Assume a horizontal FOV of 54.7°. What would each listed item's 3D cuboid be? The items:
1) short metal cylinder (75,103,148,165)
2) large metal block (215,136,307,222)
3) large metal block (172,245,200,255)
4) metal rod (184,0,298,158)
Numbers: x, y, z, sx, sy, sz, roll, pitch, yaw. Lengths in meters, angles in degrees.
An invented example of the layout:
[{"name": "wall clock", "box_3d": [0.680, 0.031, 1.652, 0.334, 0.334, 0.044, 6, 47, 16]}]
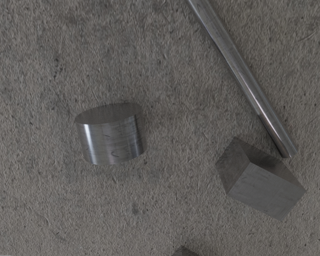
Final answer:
[{"name": "short metal cylinder", "box_3d": [-0.059, 0.005, 0.382, 0.080, 0.080, 0.050, -7, 110, 2]}, {"name": "large metal block", "box_3d": [0.127, 0.063, 0.405, 0.080, 0.080, 0.050, 27, 108, -10]}, {"name": "large metal block", "box_3d": [0.044, 0.247, 0.488, 0.080, 0.050, 0.080, 33, 107, -12]}, {"name": "metal rod", "box_3d": [0.091, -0.082, 0.380, 0.025, 0.025, 0.300, -33, 107, 11]}]
